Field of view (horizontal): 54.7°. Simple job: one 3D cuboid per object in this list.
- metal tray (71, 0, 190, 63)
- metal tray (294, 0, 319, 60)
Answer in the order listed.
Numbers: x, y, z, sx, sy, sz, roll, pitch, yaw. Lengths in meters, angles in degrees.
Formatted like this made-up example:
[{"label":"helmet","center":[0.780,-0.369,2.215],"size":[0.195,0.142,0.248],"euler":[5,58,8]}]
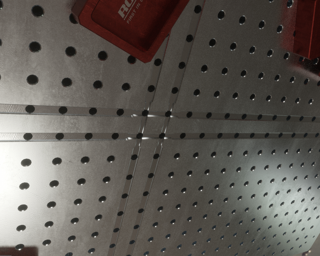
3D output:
[{"label":"metal tray","center":[-0.016,-0.143,0.311],"size":[0.090,0.030,0.129],"euler":[25,105,-37]},{"label":"metal tray","center":[0.260,-0.163,0.452],"size":[0.131,0.030,0.089],"euler":[-23,127,-15]}]
